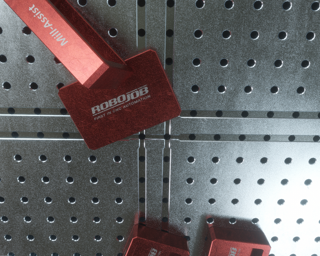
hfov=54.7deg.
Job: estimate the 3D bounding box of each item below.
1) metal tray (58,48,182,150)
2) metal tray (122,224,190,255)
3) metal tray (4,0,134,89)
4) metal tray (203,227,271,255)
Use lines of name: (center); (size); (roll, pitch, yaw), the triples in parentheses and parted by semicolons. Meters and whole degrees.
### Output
metal tray: (-0.049, -0.036, 0.397); (0.130, 0.030, 0.090); (-22, 109, 7)
metal tray: (-0.018, 0.224, 0.492); (0.091, 0.030, 0.129); (19, 109, -8)
metal tray: (-0.092, -0.097, 0.322); (0.030, 0.090, 0.130); (-43, 87, 13)
metal tray: (0.113, 0.224, 0.494); (0.091, 0.030, 0.129); (7, 110, -4)
